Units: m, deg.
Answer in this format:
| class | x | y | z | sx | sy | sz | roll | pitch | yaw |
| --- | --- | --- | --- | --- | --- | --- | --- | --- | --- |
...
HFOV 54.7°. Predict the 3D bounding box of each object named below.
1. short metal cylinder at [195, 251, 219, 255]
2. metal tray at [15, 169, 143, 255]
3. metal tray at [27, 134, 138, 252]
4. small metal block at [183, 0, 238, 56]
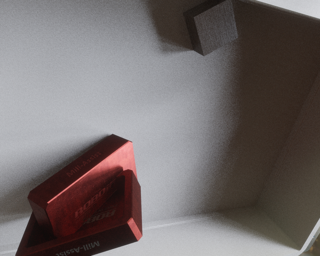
| class | x | y | z | sx | sy | sz | roll | pitch | yaw |
| --- | --- | --- | --- | --- | --- | --- | --- | --- | --- |
| short metal cylinder | 0.103 | 0.294 | 0.617 | 0.080 | 0.080 | 0.050 | -44 | 130 | 2 |
| metal tray | -0.088 | 0.104 | 0.357 | 0.131 | 0.090 | 0.030 | -19 | 119 | 5 |
| metal tray | -0.082 | 0.077 | 0.371 | 0.131 | 0.030 | 0.089 | -39 | 137 | -41 |
| small metal block | 0.061 | -0.122 | 0.368 | 0.050 | 0.025 | 0.050 | -31 | 129 | -9 |
